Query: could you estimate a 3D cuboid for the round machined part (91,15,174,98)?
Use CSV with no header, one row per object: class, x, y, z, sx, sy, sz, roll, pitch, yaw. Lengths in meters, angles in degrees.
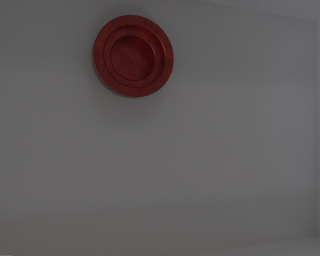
round machined part,-0.036,-0.086,0.388,0.099,0.042,0.097,0,90,-20
